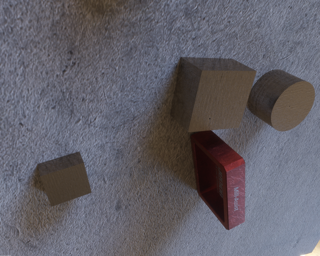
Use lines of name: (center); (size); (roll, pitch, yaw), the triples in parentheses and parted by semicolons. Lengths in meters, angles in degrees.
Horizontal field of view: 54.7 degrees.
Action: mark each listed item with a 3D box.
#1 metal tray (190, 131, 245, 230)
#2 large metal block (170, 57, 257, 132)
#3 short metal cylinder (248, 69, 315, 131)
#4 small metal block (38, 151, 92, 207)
metal tray: (0.086, 0.076, 0.458); (0.030, 0.090, 0.129); (-22, 127, -15)
large metal block: (0.066, -0.044, 0.400); (0.081, 0.050, 0.079); (-5, 121, -26)
short metal cylinder: (0.181, -0.042, 0.464); (0.081, 0.050, 0.079); (-14, 124, -21)
small metal block: (-0.117, 0.063, 0.382); (0.050, 0.025, 0.050); (-17, 125, -19)
